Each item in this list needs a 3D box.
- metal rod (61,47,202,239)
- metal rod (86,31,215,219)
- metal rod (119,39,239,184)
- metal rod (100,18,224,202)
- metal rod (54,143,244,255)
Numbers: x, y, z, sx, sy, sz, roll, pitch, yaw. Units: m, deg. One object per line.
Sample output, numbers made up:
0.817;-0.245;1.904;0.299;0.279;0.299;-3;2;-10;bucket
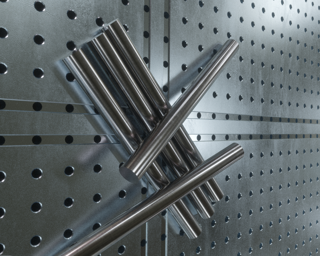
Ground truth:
-0.022;0.036;0.392;0.025;0.025;0.299;-47;118;-30;metal rod
0.000;0.013;0.411;0.025;0.025;0.299;-47;118;-30;metal rod
0.043;-0.042;0.421;0.301;0.025;0.025;-51;121;-37;metal rod
0.015;-0.007;0.423;0.025;0.025;0.299;-48;119;-29;metal rod
-0.006;0.093;0.379;0.302;0.025;0.025;-27;108;-28;metal rod
